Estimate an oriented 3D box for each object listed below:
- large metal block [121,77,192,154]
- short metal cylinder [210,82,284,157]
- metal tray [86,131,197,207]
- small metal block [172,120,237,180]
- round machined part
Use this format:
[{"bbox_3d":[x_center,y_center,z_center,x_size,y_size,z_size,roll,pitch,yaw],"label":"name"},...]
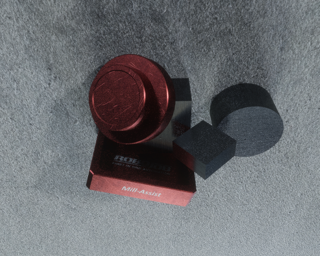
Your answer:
[{"bbox_3d":[-0.004,-0.014,0.381,0.080,0.050,0.079,-1,130,1],"label":"large metal block"},{"bbox_3d":[0.105,-0.010,0.386,0.081,0.050,0.079,0,130,0],"label":"short metal cylinder"},{"bbox_3d":[-0.022,0.047,0.405,0.131,0.090,0.030,13,129,-11],"label":"metal tray"},{"bbox_3d":[0.050,0.023,0.353,0.050,0.050,0.025,-33,139,-27],"label":"small metal block"},{"bbox_3d":[-0.037,-0.031,0.333,0.098,0.098,0.042,-30,169,22],"label":"round machined part"}]
